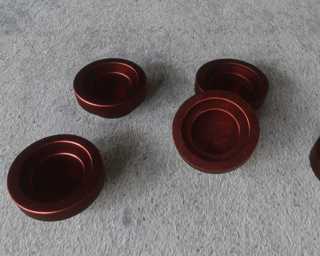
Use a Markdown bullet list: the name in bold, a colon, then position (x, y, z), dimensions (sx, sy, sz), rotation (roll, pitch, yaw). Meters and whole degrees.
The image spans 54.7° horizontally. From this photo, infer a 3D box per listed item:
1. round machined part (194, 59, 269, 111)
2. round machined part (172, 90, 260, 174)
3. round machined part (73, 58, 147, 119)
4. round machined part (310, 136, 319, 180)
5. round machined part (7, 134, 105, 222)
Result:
- **round machined part**: position (0.097, -0.052, 0.434), dimensions (0.099, 0.042, 0.098), rotation (1, 48, -1)
- **round machined part**: position (0.066, 0.007, 0.372), dimensions (0.098, 0.042, 0.098), rotation (-2, 72, 8)
- **round machined part**: position (-0.068, -0.051, 0.435), dimensions (0.099, 0.042, 0.098), rotation (0, 50, 0)
- **round machined part**: position (0.235, 0.036, 0.364), dimensions (0.099, 0.042, 0.098), rotation (0, 50, 0)
- **round machined part**: position (-0.110, 0.057, 0.343), dimensions (0.099, 0.042, 0.098), rotation (0, 50, 0)
